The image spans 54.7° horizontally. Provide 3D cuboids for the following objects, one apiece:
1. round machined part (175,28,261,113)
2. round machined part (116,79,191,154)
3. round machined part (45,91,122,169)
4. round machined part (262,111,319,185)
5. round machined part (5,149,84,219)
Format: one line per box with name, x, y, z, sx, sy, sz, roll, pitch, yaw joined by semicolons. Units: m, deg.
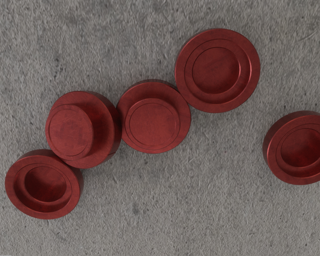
round machined part;0.066;-0.070;0.375;0.099;0.042;0.097;0;110;0
round machined part;-0.009;-0.010;0.397;0.099;0.042;0.097;0;110;0
round machined part;-0.100;0.003;0.382;0.098;0.042;0.097;3;98;20
round machined part;0.185;0.023;0.411;0.099;0.042;0.097;0;110;0
round machined part;-0.154;0.073;0.426;0.099;0.042;0.097;0;110;0
